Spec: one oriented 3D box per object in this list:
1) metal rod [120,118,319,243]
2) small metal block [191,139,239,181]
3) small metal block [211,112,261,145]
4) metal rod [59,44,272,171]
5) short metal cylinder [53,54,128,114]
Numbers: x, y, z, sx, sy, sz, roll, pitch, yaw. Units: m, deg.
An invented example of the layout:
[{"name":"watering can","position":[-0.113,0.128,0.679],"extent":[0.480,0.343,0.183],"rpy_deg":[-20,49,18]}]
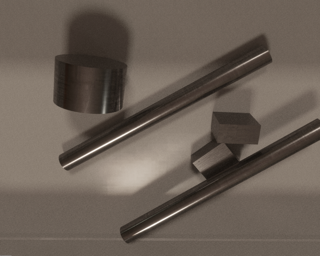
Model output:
[{"name":"metal rod","position":[0.077,0.075,0.413],"extent":[0.300,0.025,0.025],"rpy_deg":[-31,108,10]},{"name":"small metal block","position":[0.079,0.047,0.430],"extent":[0.050,0.025,0.050],"rpy_deg":[-37,107,12]},{"name":"small metal block","position":[0.096,-0.001,0.399],"extent":[0.050,0.050,0.025],"rpy_deg":[2,110,-1]},{"name":"metal rod","position":[0.000,-0.022,0.403],"extent":[0.301,0.025,0.025],"rpy_deg":[-28,108,9]},{"name":"short metal cylinder","position":[-0.081,-0.053,0.361],"extent":[0.081,0.080,0.050],"rpy_deg":[8,110,-4]}]
